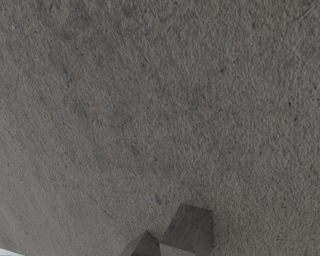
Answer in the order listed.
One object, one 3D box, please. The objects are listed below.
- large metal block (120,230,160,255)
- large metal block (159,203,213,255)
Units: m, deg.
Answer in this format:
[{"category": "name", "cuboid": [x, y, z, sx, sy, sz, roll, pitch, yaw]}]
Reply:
[{"category": "large metal block", "cuboid": [-0.042, 0.239, 0.541, 0.050, 0.080, 0.080, 41, 129, 0]}, {"category": "large metal block", "cuboid": [0.042, 0.173, 0.456, 0.050, 0.080, 0.079, 8, 122, 24]}]
